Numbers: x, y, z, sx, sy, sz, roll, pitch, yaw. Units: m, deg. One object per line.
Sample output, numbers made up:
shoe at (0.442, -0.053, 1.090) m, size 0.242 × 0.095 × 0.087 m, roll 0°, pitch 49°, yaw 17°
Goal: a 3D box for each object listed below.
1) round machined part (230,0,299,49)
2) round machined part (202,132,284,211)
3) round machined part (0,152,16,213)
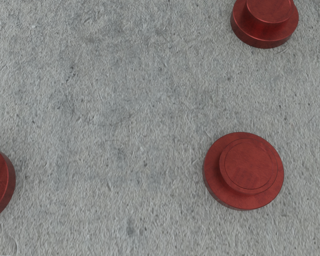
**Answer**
round machined part at (0.159, -0.172, 0.463) m, size 0.099 × 0.042 × 0.098 m, roll 0°, pitch 70°, yaw 0°
round machined part at (0.104, 0.050, 0.381) m, size 0.099 × 0.042 × 0.098 m, roll 0°, pitch 70°, yaw 0°
round machined part at (-0.223, 0.070, 0.372) m, size 0.099 × 0.042 × 0.098 m, roll 0°, pitch 70°, yaw 0°
